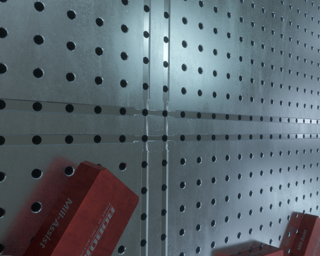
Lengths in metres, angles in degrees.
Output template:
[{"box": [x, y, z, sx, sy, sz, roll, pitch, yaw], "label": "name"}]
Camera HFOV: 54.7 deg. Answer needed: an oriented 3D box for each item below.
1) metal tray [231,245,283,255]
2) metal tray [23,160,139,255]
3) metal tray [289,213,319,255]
[{"box": [0.173, 0.268, 0.555, 0.131, 0.030, 0.089, 6, 86, -40], "label": "metal tray"}, {"box": [-0.080, 0.111, 0.321, 0.130, 0.030, 0.090, -62, 146, -21], "label": "metal tray"}, {"box": [0.333, 0.271, 0.691, 0.090, 0.030, 0.130, 49, 61, -29], "label": "metal tray"}]
